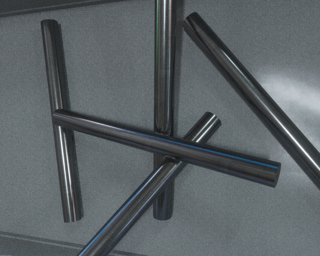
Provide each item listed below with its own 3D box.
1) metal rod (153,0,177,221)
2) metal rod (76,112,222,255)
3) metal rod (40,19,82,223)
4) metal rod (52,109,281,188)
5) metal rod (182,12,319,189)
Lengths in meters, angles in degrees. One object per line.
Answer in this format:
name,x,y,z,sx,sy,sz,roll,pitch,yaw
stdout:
metal rod,0.005,-0.029,0.377,0.025,0.025,0.298,5,104,20
metal rod,-0.032,0.094,0.351,0.025,0.025,0.301,39,75,16
metal rod,-0.148,-0.012,0.462,0.025,0.025,0.298,-9,87,20
metal rod,-0.015,0.015,0.368,0.300,0.025,0.025,13,95,29
metal rod,0.127,-0.022,0.365,0.025,0.025,0.299,-40,78,15
